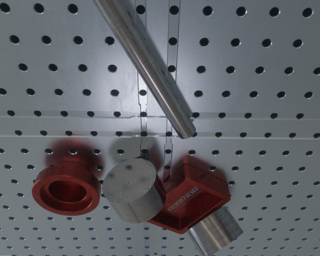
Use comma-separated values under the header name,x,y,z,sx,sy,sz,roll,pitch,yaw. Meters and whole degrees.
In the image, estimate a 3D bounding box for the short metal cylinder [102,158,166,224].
name,x,y,z,sx,sy,sz,roll,pitch,yaw
short metal cylinder,-0.037,0.091,0.452,0.080,0.080,0.050,-13,129,10

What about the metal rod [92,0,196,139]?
name,x,y,z,sx,sy,sz,roll,pitch,yaw
metal rod,-0.031,-0.096,0.329,0.025,0.025,0.299,-21,127,17

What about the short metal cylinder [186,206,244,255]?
name,x,y,z,sx,sy,sz,roll,pitch,yaw
short metal cylinder,0.092,0.174,0.518,0.080,0.050,0.080,-30,159,-12

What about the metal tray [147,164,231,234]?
name,x,y,z,sx,sy,sz,roll,pitch,yaw
metal tray,0.040,0.122,0.512,0.090,0.030,0.129,28,125,-22

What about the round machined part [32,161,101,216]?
name,x,y,z,sx,sy,sz,roll,pitch,yaw
round machined part,-0.139,0.089,0.475,0.099,0.042,0.097,0,130,0
